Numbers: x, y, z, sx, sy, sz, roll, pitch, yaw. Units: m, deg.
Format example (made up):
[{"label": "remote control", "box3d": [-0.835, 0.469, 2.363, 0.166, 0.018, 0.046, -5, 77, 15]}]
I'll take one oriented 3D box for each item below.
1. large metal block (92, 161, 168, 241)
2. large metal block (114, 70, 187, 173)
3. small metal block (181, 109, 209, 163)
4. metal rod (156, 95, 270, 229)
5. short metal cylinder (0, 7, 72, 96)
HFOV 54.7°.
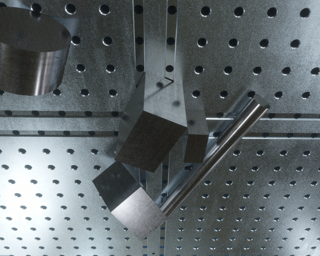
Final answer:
[{"label": "large metal block", "box3d": [-0.045, 0.104, 0.455, 0.050, 0.080, 0.080, -40, 126, -9]}, {"label": "large metal block", "box3d": [-0.012, -0.008, 0.369, 0.050, 0.080, 0.079, 21, 127, -17]}, {"label": "small metal block", "box3d": [0.045, 0.011, 0.405, 0.025, 0.050, 0.050, 3, 130, -3]}, {"label": "metal rod", "box3d": [0.058, 0.069, 0.470, 0.025, 0.025, 0.298, 21, 127, -18]}, {"label": "short metal cylinder", "box3d": [-0.134, -0.077, 0.308, 0.081, 0.080, 0.050, 17, 128, -14]}]
